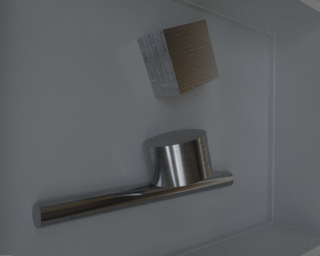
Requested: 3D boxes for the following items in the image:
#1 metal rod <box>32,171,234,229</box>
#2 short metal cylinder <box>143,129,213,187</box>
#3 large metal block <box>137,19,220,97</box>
[{"bbox_3d":[-0.006,0.084,0.403,0.302,0.025,0.025,-1,91,-40],"label":"metal rod"},{"bbox_3d":[0.023,0.036,0.392,0.081,0.080,0.050,-19,103,-39],"label":"short metal cylinder"},{"bbox_3d":[0.027,-0.093,0.415,0.081,0.050,0.080,-27,107,-37],"label":"large metal block"}]
